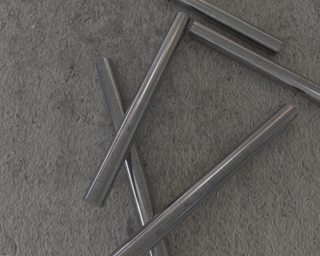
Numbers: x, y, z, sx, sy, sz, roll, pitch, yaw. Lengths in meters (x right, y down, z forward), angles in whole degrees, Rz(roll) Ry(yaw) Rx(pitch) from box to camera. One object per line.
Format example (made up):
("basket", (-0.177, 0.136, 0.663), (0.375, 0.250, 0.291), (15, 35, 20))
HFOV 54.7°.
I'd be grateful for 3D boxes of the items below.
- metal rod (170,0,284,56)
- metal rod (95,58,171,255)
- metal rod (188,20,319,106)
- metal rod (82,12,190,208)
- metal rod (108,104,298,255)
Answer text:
("metal rod", (0.049, -0.195, 0.479), (0.301, 0.025, 0.025), (32, 73, 11))
("metal rod", (-0.035, 0.041, 0.392), (0.025, 0.025, 0.299), (-16, 71, -6))
("metal rod", (0.175, -0.072, 0.435), (0.301, 0.025, 0.025), (31, 73, 10))
("metal rod", (-0.019, -0.042, 0.403), (0.025, 0.025, 0.300), (20, 64, 7))
("metal rod", (0.061, 0.063, 0.368), (0.301, 0.025, 0.025), (-37, 74, -19))
